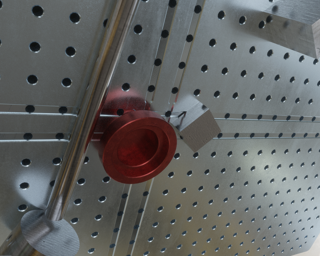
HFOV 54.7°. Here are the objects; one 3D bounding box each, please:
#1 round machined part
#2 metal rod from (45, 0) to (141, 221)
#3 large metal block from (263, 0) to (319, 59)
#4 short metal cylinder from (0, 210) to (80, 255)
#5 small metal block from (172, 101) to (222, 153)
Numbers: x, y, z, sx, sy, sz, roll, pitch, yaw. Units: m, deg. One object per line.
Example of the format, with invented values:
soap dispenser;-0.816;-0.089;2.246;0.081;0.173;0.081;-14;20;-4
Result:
round machined part;-0.031;0.020;0.397;0.099;0.042;0.097;-14;125;-21
metal rod;-0.082;-0.016;0.357;0.025;0.025;0.298;10;113;-33
large metal block;0.196;-0.143;0.397;0.080;0.080;0.050;-37;130;-4
short metal cylinder;-0.150;0.149;0.387;0.080;0.080;0.050;31;101;-38
small metal block;0.053;-0.001;0.442;0.050;0.025;0.050;-39;130;-3
